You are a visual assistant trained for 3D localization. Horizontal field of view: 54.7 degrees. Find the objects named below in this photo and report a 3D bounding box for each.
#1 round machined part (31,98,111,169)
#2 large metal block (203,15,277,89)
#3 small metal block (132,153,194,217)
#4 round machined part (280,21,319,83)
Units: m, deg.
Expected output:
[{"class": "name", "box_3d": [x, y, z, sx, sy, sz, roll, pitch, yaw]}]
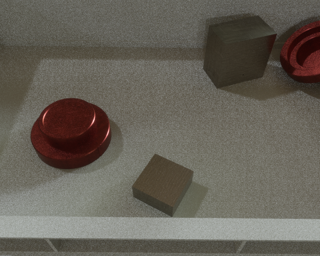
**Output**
[{"class": "round machined part", "box_3d": [-0.113, 0.000, 0.393, 0.099, 0.042, 0.098, 0, 50, 0]}, {"class": "large metal block", "box_3d": [0.117, -0.114, 0.467, 0.081, 0.080, 0.050, -15, 52, -13]}, {"class": "small metal block", "box_3d": [0.004, 0.064, 0.351, 0.050, 0.025, 0.050, 23, 54, 18]}, {"class": "round machined part", "box_3d": [0.238, -0.110, 0.468, 0.098, 0.042, 0.098, -24, 51, 33]}]
